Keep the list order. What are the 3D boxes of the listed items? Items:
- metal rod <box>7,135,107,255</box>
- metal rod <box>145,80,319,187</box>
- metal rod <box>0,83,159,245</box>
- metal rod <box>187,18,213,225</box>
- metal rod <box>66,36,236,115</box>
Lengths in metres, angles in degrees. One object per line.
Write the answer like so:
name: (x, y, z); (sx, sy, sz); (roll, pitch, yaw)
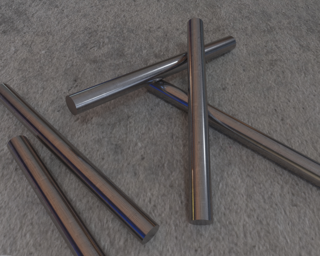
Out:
metal rod: (-0.082, 0.109, 0.310); (0.025, 0.025, 0.300); (-32, 57, -24)
metal rod: (0.102, 0.003, 0.402); (0.300, 0.025, 0.025); (32, 57, 23)
metal rod: (-0.118, 0.027, 0.378); (0.300, 0.025, 0.025); (37, 59, 26)
metal rod: (0.048, -0.030, 0.398); (0.025, 0.025, 0.299); (2, 59, 1)
metal rod: (0.008, -0.085, 0.444); (0.302, 0.025, 0.025); (-28, 55, -33)
